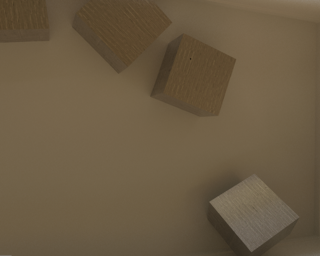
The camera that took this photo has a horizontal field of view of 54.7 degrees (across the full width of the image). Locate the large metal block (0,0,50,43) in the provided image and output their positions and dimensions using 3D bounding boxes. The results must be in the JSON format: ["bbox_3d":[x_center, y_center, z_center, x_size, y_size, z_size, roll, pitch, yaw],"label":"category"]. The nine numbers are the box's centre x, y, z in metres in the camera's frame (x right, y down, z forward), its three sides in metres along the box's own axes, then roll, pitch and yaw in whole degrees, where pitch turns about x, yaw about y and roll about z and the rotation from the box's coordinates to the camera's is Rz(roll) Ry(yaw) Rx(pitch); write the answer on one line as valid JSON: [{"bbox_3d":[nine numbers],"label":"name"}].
[{"bbox_3d":[-0.168,-0.139,0.335,0.081,0.050,0.080,-8,93,-20],"label":"large metal block"}]

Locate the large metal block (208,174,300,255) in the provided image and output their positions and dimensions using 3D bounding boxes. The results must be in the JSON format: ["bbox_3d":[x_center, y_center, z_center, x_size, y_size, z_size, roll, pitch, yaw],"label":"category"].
[{"bbox_3d":[0.123,0.122,0.420,0.081,0.080,0.050,-26,140,-19],"label":"large metal block"}]

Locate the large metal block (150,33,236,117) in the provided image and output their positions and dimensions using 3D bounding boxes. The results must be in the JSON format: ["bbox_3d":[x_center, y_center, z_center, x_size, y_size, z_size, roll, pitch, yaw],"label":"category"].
[{"bbox_3d":[0.044,-0.066,0.413,0.080,0.050,0.080,21,83,-19],"label":"large metal block"}]

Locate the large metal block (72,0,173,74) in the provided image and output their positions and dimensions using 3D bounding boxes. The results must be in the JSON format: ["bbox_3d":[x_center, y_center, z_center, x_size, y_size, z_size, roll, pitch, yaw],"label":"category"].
[{"bbox_3d":[-0.047,-0.127,0.380,0.080,0.050,0.080,45,76,-15],"label":"large metal block"}]
